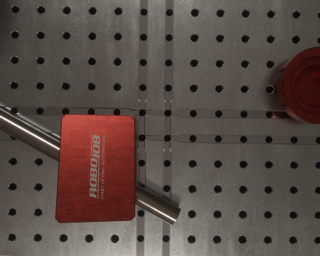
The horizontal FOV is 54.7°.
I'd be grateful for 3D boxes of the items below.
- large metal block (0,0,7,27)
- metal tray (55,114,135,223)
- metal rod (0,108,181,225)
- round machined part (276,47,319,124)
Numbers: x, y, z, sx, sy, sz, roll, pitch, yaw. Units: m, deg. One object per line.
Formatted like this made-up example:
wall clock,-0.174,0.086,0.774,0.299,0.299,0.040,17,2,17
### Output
large metal block,-0.255,-0.157,0.397,0.080,0.050,0.080,14,90,-1
metal tray,-0.077,0.049,0.386,0.091,0.030,0.129,1,74,-9
metal rod,-0.110,0.045,0.411,0.301,0.025,0.025,29,90,-1
round machined part,0.202,-0.054,0.408,0.099,0.042,0.097,0,90,-1
